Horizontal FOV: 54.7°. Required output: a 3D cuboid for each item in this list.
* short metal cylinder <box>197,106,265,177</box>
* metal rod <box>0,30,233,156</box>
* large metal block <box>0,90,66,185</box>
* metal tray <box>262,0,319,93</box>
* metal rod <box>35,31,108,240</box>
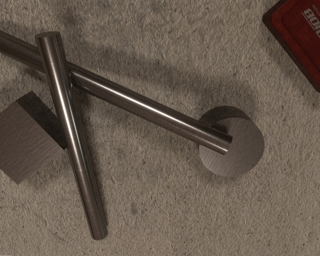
[{"bbox_3d":[0.088,0.016,0.404,0.081,0.050,0.079,0,110,-1],"label":"short metal cylinder"},{"bbox_3d":[-0.058,-0.042,0.364,0.301,0.025,0.025,25,108,2],"label":"metal rod"},{"bbox_3d":[-0.174,0.012,0.398,0.080,0.050,0.080,-36,107,12],"label":"large metal block"},{"bbox_3d":[0.198,-0.112,0.368,0.090,0.030,0.130,-41,106,13],"label":"metal tray"},{"bbox_3d":[-0.103,0.032,0.393,0.025,0.025,0.298,-5,120,1],"label":"metal rod"}]
